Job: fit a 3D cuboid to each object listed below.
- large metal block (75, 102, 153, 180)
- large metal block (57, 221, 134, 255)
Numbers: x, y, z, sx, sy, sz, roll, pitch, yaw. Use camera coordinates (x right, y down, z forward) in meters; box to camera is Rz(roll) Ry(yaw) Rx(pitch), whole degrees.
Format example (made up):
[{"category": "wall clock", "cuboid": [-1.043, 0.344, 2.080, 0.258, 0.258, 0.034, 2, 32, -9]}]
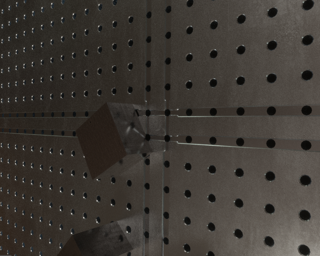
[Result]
[{"category": "large metal block", "cuboid": [-0.068, 0.019, 0.447, 0.080, 0.050, 0.080, -36, 68, 33]}, {"category": "large metal block", "cuboid": [-0.100, 0.190, 0.454, 0.050, 0.081, 0.080, 52, 120, 27]}]
